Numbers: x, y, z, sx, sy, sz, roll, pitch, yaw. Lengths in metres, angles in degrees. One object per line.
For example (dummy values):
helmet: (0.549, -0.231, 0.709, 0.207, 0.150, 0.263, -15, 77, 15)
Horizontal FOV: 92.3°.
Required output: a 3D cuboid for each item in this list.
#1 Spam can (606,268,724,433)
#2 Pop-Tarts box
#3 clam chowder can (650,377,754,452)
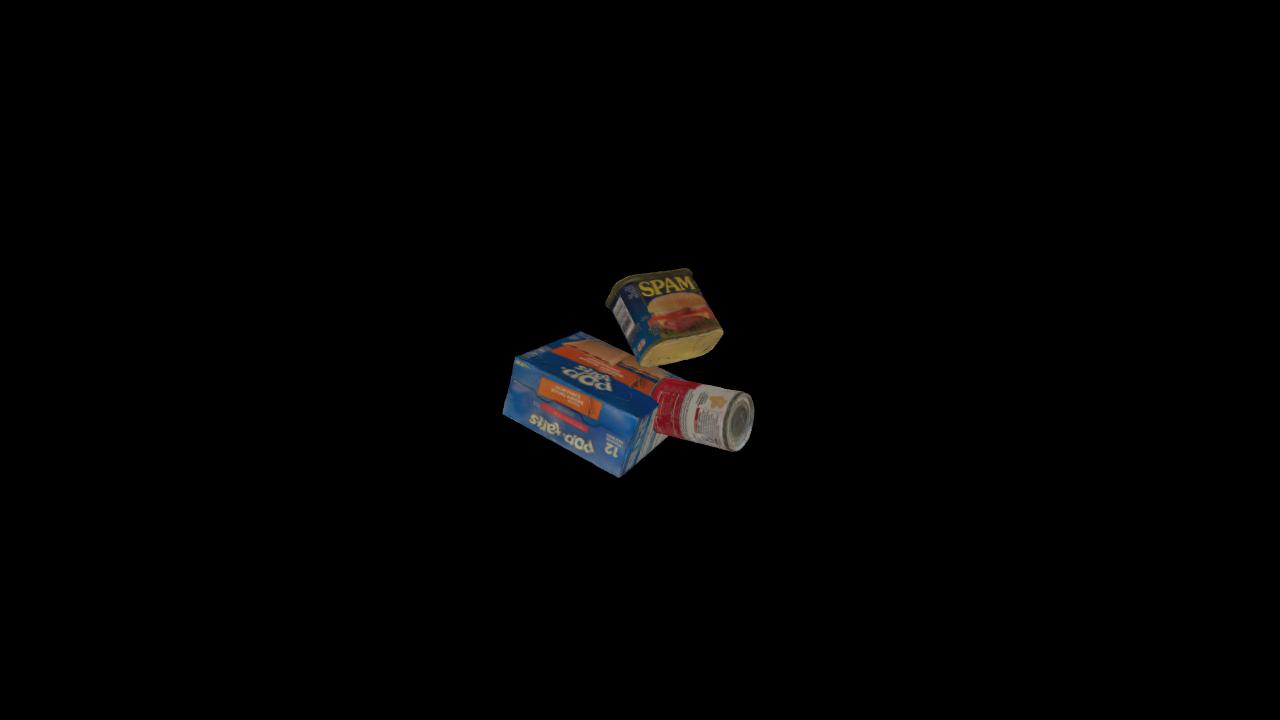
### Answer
Spam can: (0.027, -0.044, 0.657, 0.101, 0.085, 0.058, -12, -27, -30)
Pop-Tarts box: (-0.050, 0.045, 0.738, 0.167, 0.083, 0.141, 25, 25, 20)
clam chowder can: (0.068, 0.060, 0.686, 0.102, 0.068, 0.068, 10, 6, 36)
